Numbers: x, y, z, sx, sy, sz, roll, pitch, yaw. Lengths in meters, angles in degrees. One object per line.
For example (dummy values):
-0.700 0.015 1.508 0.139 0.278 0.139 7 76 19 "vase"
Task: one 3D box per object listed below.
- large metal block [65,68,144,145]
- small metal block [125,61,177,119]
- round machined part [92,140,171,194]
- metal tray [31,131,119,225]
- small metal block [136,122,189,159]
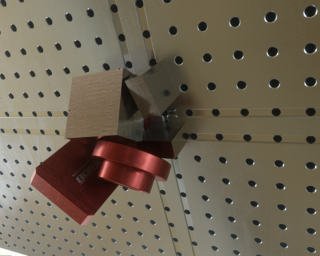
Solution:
-0.067 -0.023 0.388 0.080 0.050 0.080 -4 75 30 "large metal block"
-0.009 -0.046 0.370 0.025 0.050 0.050 -14 112 33 "small metal block"
-0.039 0.052 0.386 0.098 0.042 0.098 17 166 5 "round machined part"
-0.096 0.056 0.427 0.090 0.131 0.030 39 129 1 "metal tray"
0.004 0.015 0.401 0.050 0.050 0.025 1 119 27 "small metal block"
